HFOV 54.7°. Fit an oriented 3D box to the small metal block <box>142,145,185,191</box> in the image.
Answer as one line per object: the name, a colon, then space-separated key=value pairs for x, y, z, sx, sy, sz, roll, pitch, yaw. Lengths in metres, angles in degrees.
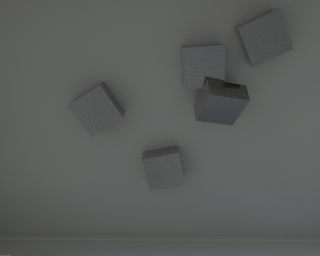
small metal block: x=0.005 y=0.056 z=0.432 sx=0.050 sy=0.025 sz=0.050 roll=-10 pitch=110 yaw=3

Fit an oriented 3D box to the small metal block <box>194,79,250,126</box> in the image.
small metal block: x=0.075 y=-0.031 z=0.385 sx=0.050 sy=0.025 sz=0.050 roll=7 pitch=143 yaw=-12

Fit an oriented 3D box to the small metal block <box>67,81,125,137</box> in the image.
small metal block: x=-0.081 y=-0.024 z=0.401 sx=0.050 sy=0.025 sz=0.050 roll=-30 pitch=108 yaw=10

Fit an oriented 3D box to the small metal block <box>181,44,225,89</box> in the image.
small metal block: x=0.053 y=-0.076 z=0.383 sx=0.050 sy=0.025 sz=0.050 roll=-3 pitch=110 yaw=1

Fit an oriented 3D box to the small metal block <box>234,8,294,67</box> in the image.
small metal block: x=0.124 y=-0.108 z=0.372 sx=0.050 sy=0.025 sz=0.050 roll=-25 pitch=109 yaw=8
